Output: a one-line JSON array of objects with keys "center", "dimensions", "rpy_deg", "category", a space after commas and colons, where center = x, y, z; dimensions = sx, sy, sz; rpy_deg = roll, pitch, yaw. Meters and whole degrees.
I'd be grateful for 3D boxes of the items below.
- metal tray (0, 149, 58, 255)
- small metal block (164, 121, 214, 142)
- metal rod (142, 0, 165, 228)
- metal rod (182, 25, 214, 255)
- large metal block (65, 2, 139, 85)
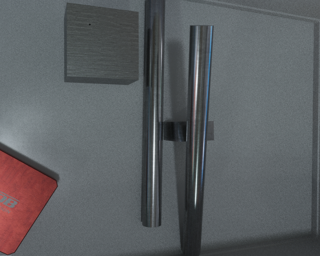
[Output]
[{"center": [-0.192, 0.065, 0.333], "dimensions": [0.130, 0.030, 0.090], "rpy_deg": [35, 74, -17], "category": "metal tray"}, {"center": [0.037, 0.004, 0.412], "dimensions": [0.050, 0.050, 0.025], "rpy_deg": [-1, 91, -20], "category": "small metal block"}, {"center": [-0.008, -0.022, 0.408], "dimensions": [0.025, 0.025, 0.298], "rpy_deg": [1, 90, -20], "category": "metal rod"}, {"center": [0.044, 0.031, 0.379], "dimensions": [0.025, 0.025, 0.298], "rpy_deg": [-8, 111, -20], "category": "metal rod"}, {"center": [-0.071, -0.096, 0.371], "dimensions": [0.081, 0.050, 0.079], "rpy_deg": [0, 90, -21], "category": "large metal block"}]
